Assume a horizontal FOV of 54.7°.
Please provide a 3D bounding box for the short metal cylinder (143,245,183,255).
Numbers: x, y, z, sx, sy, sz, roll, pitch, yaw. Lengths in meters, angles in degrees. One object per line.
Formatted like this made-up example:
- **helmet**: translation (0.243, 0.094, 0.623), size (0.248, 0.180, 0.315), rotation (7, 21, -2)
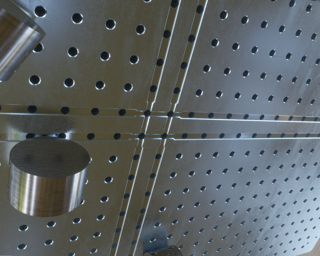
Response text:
- **short metal cylinder**: translation (0.009, 0.250, 0.535), size (0.050, 0.080, 0.079), rotation (-6, 121, -26)

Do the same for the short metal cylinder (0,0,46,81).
- **short metal cylinder**: translation (-0.142, -0.083, 0.247), size (0.050, 0.080, 0.080), rotation (-48, 129, 6)

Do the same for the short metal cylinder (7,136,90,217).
- **short metal cylinder**: translation (-0.122, 0.051, 0.340), size (0.081, 0.080, 0.050), rotation (1, 118, -29)

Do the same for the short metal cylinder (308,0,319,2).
- **short metal cylinder**: translation (0.221, -0.200, 0.392), size (0.081, 0.050, 0.079), rotation (-14, 124, -21)
